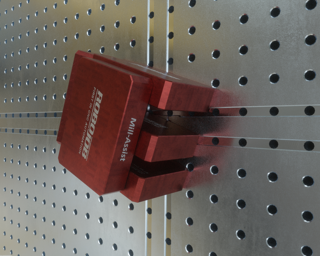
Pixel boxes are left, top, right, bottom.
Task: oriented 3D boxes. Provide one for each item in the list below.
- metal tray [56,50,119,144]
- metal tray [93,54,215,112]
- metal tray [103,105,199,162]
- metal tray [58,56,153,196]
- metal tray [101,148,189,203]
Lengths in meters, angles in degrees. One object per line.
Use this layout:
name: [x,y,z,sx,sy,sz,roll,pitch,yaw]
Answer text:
metal tray: [-0.096,-0.040,0.444,0.030,0.090,0.129,20,104,16]
metal tray: [-0.012,-0.055,0.376,0.130,0.091,0.030,27,107,37]
metal tray: [-0.028,0.000,0.390,0.130,0.091,0.030,25,105,36]
metal tray: [-0.064,-0.004,0.342,0.090,0.030,0.129,26,107,37]
metal tray: [-0.041,0.044,0.401,0.130,0.091,0.030,27,107,36]
